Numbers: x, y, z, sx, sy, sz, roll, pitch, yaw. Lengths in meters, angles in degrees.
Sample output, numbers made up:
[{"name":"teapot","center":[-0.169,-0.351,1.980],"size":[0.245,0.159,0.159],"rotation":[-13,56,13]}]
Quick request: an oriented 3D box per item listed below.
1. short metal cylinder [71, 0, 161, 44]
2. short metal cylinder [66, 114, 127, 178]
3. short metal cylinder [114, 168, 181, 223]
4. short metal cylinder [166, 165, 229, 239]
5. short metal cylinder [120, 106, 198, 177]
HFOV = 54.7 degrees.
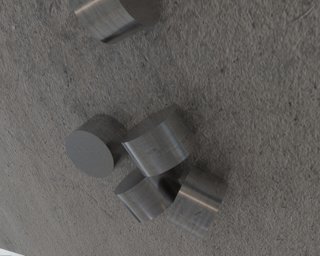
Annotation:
[{"name":"short metal cylinder","center":[-0.043,-0.132,0.312],"size":[0.050,0.080,0.080],"rotation":[-14,111,34]},{"name":"short metal cylinder","center":[-0.089,0.026,0.454],"size":[0.080,0.050,0.079],"rotation":[13,124,21]},{"name":"short metal cylinder","center":[-0.016,0.084,0.432],"size":[0.080,0.080,0.050],"rotation":[-30,102,38]},{"name":"short metal cylinder","center":[0.049,0.096,0.405],"size":[0.050,0.080,0.079],"rotation":[26,128,11]},{"name":"short metal cylinder","center":[-0.001,0.015,0.381],"size":[0.080,0.080,0.050],"rotation":[-22,106,36]}]
